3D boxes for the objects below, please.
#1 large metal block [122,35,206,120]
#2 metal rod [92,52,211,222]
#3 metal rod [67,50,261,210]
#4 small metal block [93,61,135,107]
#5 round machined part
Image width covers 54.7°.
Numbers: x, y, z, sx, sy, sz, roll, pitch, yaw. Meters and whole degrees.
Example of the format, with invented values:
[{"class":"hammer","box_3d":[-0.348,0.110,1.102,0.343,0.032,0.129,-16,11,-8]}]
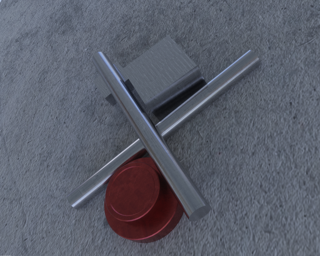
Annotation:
[{"class":"large metal block","box_3d":[0.007,-0.068,0.428,0.080,0.050,0.080,-36,51,4]},{"class":"metal rod","box_3d":[-0.028,-0.013,0.394,0.025,0.025,0.300,-37,51,3]},{"class":"metal rod","box_3d":[0.004,0.003,0.402,0.300,0.025,0.025,-39,51,1]},{"class":"small metal block","box_3d":[-0.070,-0.069,0.484,0.050,0.025,0.050,-40,51,0]},{"class":"round machined part","box_3d":[-0.023,0.078,0.357,0.098,0.042,0.098,-13,56,20]}]
